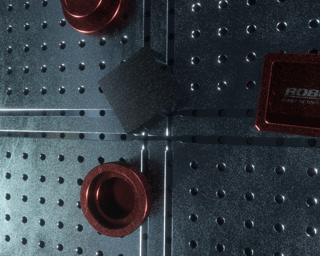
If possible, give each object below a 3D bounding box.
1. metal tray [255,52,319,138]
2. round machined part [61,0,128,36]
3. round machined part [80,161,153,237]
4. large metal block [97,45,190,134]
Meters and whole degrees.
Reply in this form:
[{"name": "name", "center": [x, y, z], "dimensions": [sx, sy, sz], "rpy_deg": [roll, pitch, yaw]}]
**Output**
[{"name": "metal tray", "center": [0.180, -0.034, 0.346], "dimensions": [0.130, 0.030, 0.089], "rpy_deg": [7, 92, 19]}, {"name": "round machined part", "center": [-0.099, -0.185, 0.439], "dimensions": [0.098, 0.042, 0.097], "rpy_deg": [0, 90, 20]}, {"name": "round machined part", "center": [-0.055, 0.094, 0.423], "dimensions": [0.098, 0.042, 0.097], "rpy_deg": [0, 90, 20]}, {"name": "large metal block", "center": [-0.021, -0.047, 0.407], "dimensions": [0.080, 0.050, 0.080], "rpy_deg": [-33, 79, 17]}]
